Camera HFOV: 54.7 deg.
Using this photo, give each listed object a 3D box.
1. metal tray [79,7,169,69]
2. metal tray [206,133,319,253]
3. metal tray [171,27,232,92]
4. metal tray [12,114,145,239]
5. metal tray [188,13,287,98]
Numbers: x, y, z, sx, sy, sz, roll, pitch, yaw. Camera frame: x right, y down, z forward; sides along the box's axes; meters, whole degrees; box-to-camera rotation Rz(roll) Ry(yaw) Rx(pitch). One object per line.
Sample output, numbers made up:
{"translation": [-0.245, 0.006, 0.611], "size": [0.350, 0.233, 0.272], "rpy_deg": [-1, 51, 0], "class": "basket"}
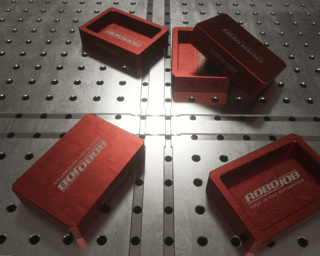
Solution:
{"translation": [-0.062, -0.159, 0.537], "size": [0.130, 0.030, 0.090], "rpy_deg": [28, 55, 21], "class": "metal tray"}
{"translation": [0.130, 0.067, 0.349], "size": [0.131, 0.030, 0.090], "rpy_deg": [-22, 54, -18], "class": "metal tray"}
{"translation": [0.064, -0.114, 0.500], "size": [0.091, 0.030, 0.130], "rpy_deg": [2, 50, 1], "class": "metal tray"}
{"translation": [-0.089, 0.049, 0.362], "size": [0.090, 0.030, 0.130], "rpy_deg": [25, 54, 19], "class": "metal tray"}
{"translation": [0.117, -0.113, 0.464], "size": [0.130, 0.030, 0.091], "rpy_deg": [45, 47, 11], "class": "metal tray"}
